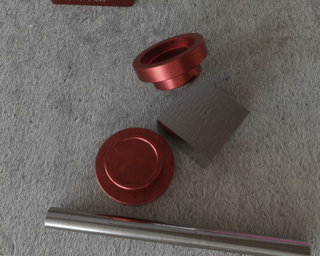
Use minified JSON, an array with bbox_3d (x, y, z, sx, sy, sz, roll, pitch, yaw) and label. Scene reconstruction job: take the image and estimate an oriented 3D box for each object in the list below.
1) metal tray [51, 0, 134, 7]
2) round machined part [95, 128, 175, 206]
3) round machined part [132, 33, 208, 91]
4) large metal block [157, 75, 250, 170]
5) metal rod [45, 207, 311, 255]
[{"bbox_3d":[-0.106,-0.240,0.492,0.131,0.030,0.090,2,70,0],"label":"metal tray"},{"bbox_3d":[-0.031,0.045,0.382,0.099,0.042,0.098,0,70,-1],"label":"round machined part"},{"bbox_3d":[0.017,-0.085,0.413,0.098,0.042,0.098,-18,30,11],"label":"round machined part"},{"bbox_3d":[0.053,-0.007,0.398,0.080,0.050,0.080,38,74,12],"label":"large metal block"},{"bbox_3d":[0.019,0.124,0.362,0.302,0.025,0.025,7,70,2],"label":"metal rod"}]
